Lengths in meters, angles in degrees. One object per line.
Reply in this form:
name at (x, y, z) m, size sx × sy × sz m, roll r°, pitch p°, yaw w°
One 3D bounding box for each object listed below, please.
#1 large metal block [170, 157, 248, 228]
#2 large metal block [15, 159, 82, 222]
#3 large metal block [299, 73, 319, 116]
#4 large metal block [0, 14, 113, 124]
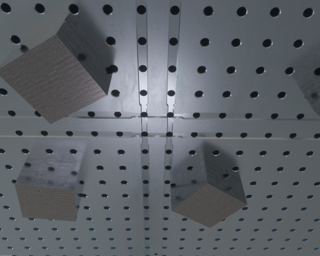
large metal block at (0.073, 0.103, 0.483) m, size 0.080 × 0.050 × 0.080 m, roll 30°, pitch 124°, yaw -23°
large metal block at (-0.166, 0.096, 0.476) m, size 0.080 × 0.050 × 0.079 m, roll 6°, pitch 130°, yaw -6°
large metal block at (0.230, -0.038, 0.364) m, size 0.080 × 0.050 × 0.080 m, roll 33°, pitch 123°, yaw -25°
large metal block at (-0.111, -0.062, 0.342) m, size 0.080 × 0.050 × 0.080 m, roll -24°, pitch 126°, yaw 19°
